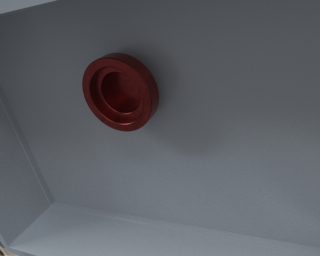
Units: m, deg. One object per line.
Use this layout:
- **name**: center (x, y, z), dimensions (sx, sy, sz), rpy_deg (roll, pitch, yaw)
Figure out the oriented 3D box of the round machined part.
- **round machined part**: center (-0.045, -0.048, 0.393), dimensions (0.098, 0.042, 0.097), rpy_deg (13, 124, 21)
